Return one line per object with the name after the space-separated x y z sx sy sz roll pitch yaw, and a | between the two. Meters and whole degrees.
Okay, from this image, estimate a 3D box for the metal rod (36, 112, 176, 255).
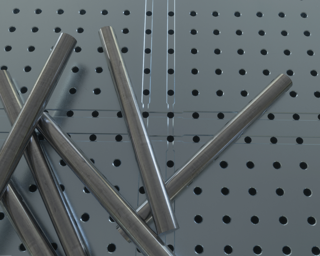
-0.057 0.082 0.359 0.025 0.025 0.300 -42 67 -14 | metal rod

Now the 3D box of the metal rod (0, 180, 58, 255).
-0.162 0.112 0.369 0.025 0.025 0.300 -36 74 -12 | metal rod

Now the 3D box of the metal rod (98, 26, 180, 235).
-0.035 -0.015 0.401 0.025 0.025 0.299 -16 65 -6 | metal rod

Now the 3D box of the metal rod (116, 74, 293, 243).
0.066 0.030 0.401 0.301 0.025 0.025 -41 75 -14 | metal rod

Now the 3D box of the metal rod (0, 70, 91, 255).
-0.152 0.049 0.393 0.025 0.025 0.299 -28 72 -10 | metal rod

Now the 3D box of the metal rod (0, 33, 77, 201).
-0.172 0.011 0.379 0.025 0.025 0.300 17 71 6 | metal rod
